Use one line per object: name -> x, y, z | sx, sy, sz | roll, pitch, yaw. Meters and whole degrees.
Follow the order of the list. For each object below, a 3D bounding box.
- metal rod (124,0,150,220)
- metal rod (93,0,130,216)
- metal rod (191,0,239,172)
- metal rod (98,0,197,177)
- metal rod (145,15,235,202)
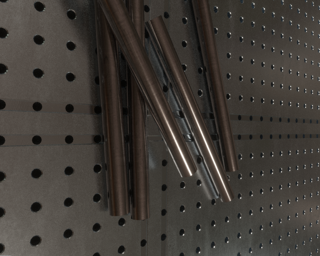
metal rod -> -0.029, -0.037, 0.386 | 0.025, 0.025, 0.298 | -3, 92, -40
metal rod -> -0.058, -0.048, 0.361 | 0.025, 0.025, 0.298 | -6, 94, -40
metal rod -> 0.086, -0.075, 0.483 | 0.025, 0.025, 0.298 | -22, 104, -38
metal rod -> -0.022, -0.070, 0.358 | 0.025, 0.025, 0.299 | -39, 114, -33
metal rod -> 0.050, -0.015, 0.453 | 0.025, 0.025, 0.299 | -39, 114, -33
